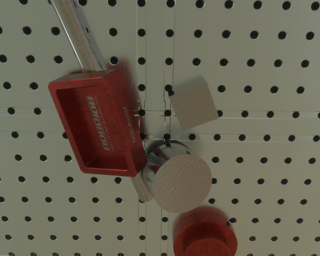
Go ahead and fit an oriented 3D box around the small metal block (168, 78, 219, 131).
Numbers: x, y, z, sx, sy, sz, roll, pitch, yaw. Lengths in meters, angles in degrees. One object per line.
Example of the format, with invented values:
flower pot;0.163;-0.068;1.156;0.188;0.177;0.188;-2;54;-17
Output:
small metal block;0.043;-0.030;0.403;0.050;0.025;0.050;-21;109;7

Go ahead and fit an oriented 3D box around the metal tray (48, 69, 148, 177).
metal tray;-0.075;-0.003;0.384;0.090;0.030;0.129;-1;117;28

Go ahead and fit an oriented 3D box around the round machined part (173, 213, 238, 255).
round machined part;0.070;0.183;0.473;0.099;0.042;0.097;0;110;-1

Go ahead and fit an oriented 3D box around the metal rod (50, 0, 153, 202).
metal rod;-0.068;-0.032;0.400;0.025;0.025;0.298;-19;109;6

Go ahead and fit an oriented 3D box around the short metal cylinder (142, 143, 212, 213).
short metal cylinder;0.022;0.065;0.413;0.081;0.050;0.079;-4;105;-17
